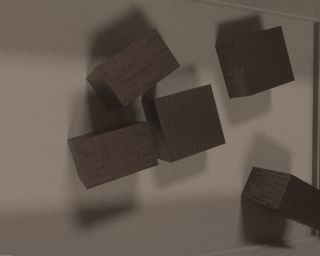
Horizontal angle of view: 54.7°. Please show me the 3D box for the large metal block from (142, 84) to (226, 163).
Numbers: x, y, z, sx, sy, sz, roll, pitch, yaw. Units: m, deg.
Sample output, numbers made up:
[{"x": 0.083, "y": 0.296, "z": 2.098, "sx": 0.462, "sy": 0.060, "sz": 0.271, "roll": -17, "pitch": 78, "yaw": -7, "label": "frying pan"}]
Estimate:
[{"x": 0.030, "y": -0.007, "z": 0.410, "sx": 0.081, "sy": 0.050, "sz": 0.080, "roll": -17, "pitch": 96, "yaw": -20, "label": "large metal block"}]

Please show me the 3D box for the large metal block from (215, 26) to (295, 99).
[{"x": 0.137, "y": -0.094, "z": 0.450, "sx": 0.081, "sy": 0.050, "sz": 0.080, "roll": -19, "pitch": 97, "yaw": -19, "label": "large metal block"}]

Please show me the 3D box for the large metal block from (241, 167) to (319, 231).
[{"x": 0.181, "y": 0.100, "z": 0.450, "sx": 0.080, "sy": 0.080, "sz": 0.050, "roll": 28, "pitch": 81, "yaw": -18, "label": "large metal block"}]

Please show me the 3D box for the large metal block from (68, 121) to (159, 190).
[{"x": -0.058, "y": 0.027, "z": 0.361, "sx": 0.081, "sy": 0.080, "sz": 0.050, "roll": -17, "pitch": 96, "yaw": -20, "label": "large metal block"}]

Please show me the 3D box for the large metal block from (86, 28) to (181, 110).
[{"x": -0.035, "y": -0.066, "z": 0.369, "sx": 0.080, "sy": 0.080, "sz": 0.050, "roll": -38, "pitch": 103, "yaw": -16, "label": "large metal block"}]
